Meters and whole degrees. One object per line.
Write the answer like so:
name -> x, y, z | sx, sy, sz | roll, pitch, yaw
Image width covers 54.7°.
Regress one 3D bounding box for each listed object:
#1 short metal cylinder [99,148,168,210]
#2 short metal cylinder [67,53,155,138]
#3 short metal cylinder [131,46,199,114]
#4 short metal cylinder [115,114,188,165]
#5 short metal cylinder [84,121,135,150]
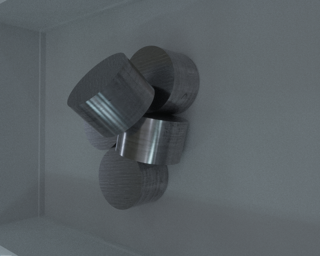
short metal cylinder -> -0.037, 0.064, 0.416 | 0.080, 0.050, 0.079 | 0, 90, 39
short metal cylinder -> -0.053, -0.036, 0.339 | 0.080, 0.050, 0.080 | -29, 33, 21
short metal cylinder -> 0.001, -0.057, 0.386 | 0.080, 0.050, 0.079 | 0, 90, 39
short metal cylinder -> -0.010, 0.008, 0.376 | 0.080, 0.081, 0.050 | 17, 101, 38
short metal cylinder -> -0.062, -0.010, 0.437 | 0.080, 0.050, 0.079 | 0, 90, 39
